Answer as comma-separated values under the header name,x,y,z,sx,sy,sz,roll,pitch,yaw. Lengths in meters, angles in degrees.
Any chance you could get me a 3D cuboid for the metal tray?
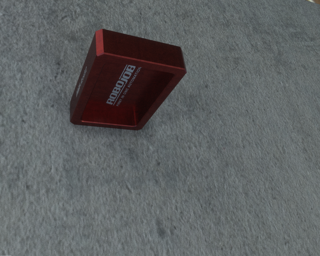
name,x,y,z,sx,sy,sz,roll,pitch,yaw
metal tray,-0.041,-0.043,0.341,0.091,0.129,0.030,6,59,-25
